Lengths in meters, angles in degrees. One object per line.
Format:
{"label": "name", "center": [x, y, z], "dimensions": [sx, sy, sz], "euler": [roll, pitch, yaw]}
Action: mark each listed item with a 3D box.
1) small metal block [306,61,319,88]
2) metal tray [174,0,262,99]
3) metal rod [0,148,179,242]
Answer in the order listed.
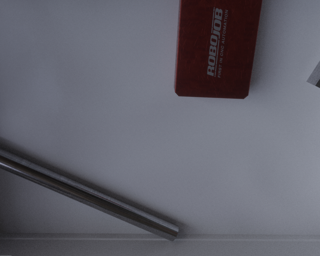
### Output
{"label": "small metal block", "center": [0.225, -0.068, 0.390], "dimensions": [0.050, 0.025, 0.050], "euler": [24, 108, -9]}
{"label": "metal tray", "center": [0.066, -0.103, 0.372], "dimensions": [0.091, 0.030, 0.129], "euler": [2, 110, -2]}
{"label": "metal rod", "center": [-0.111, 0.094, 0.444], "dimensions": [0.301, 0.025, 0.025], "euler": [26, 108, -10]}
